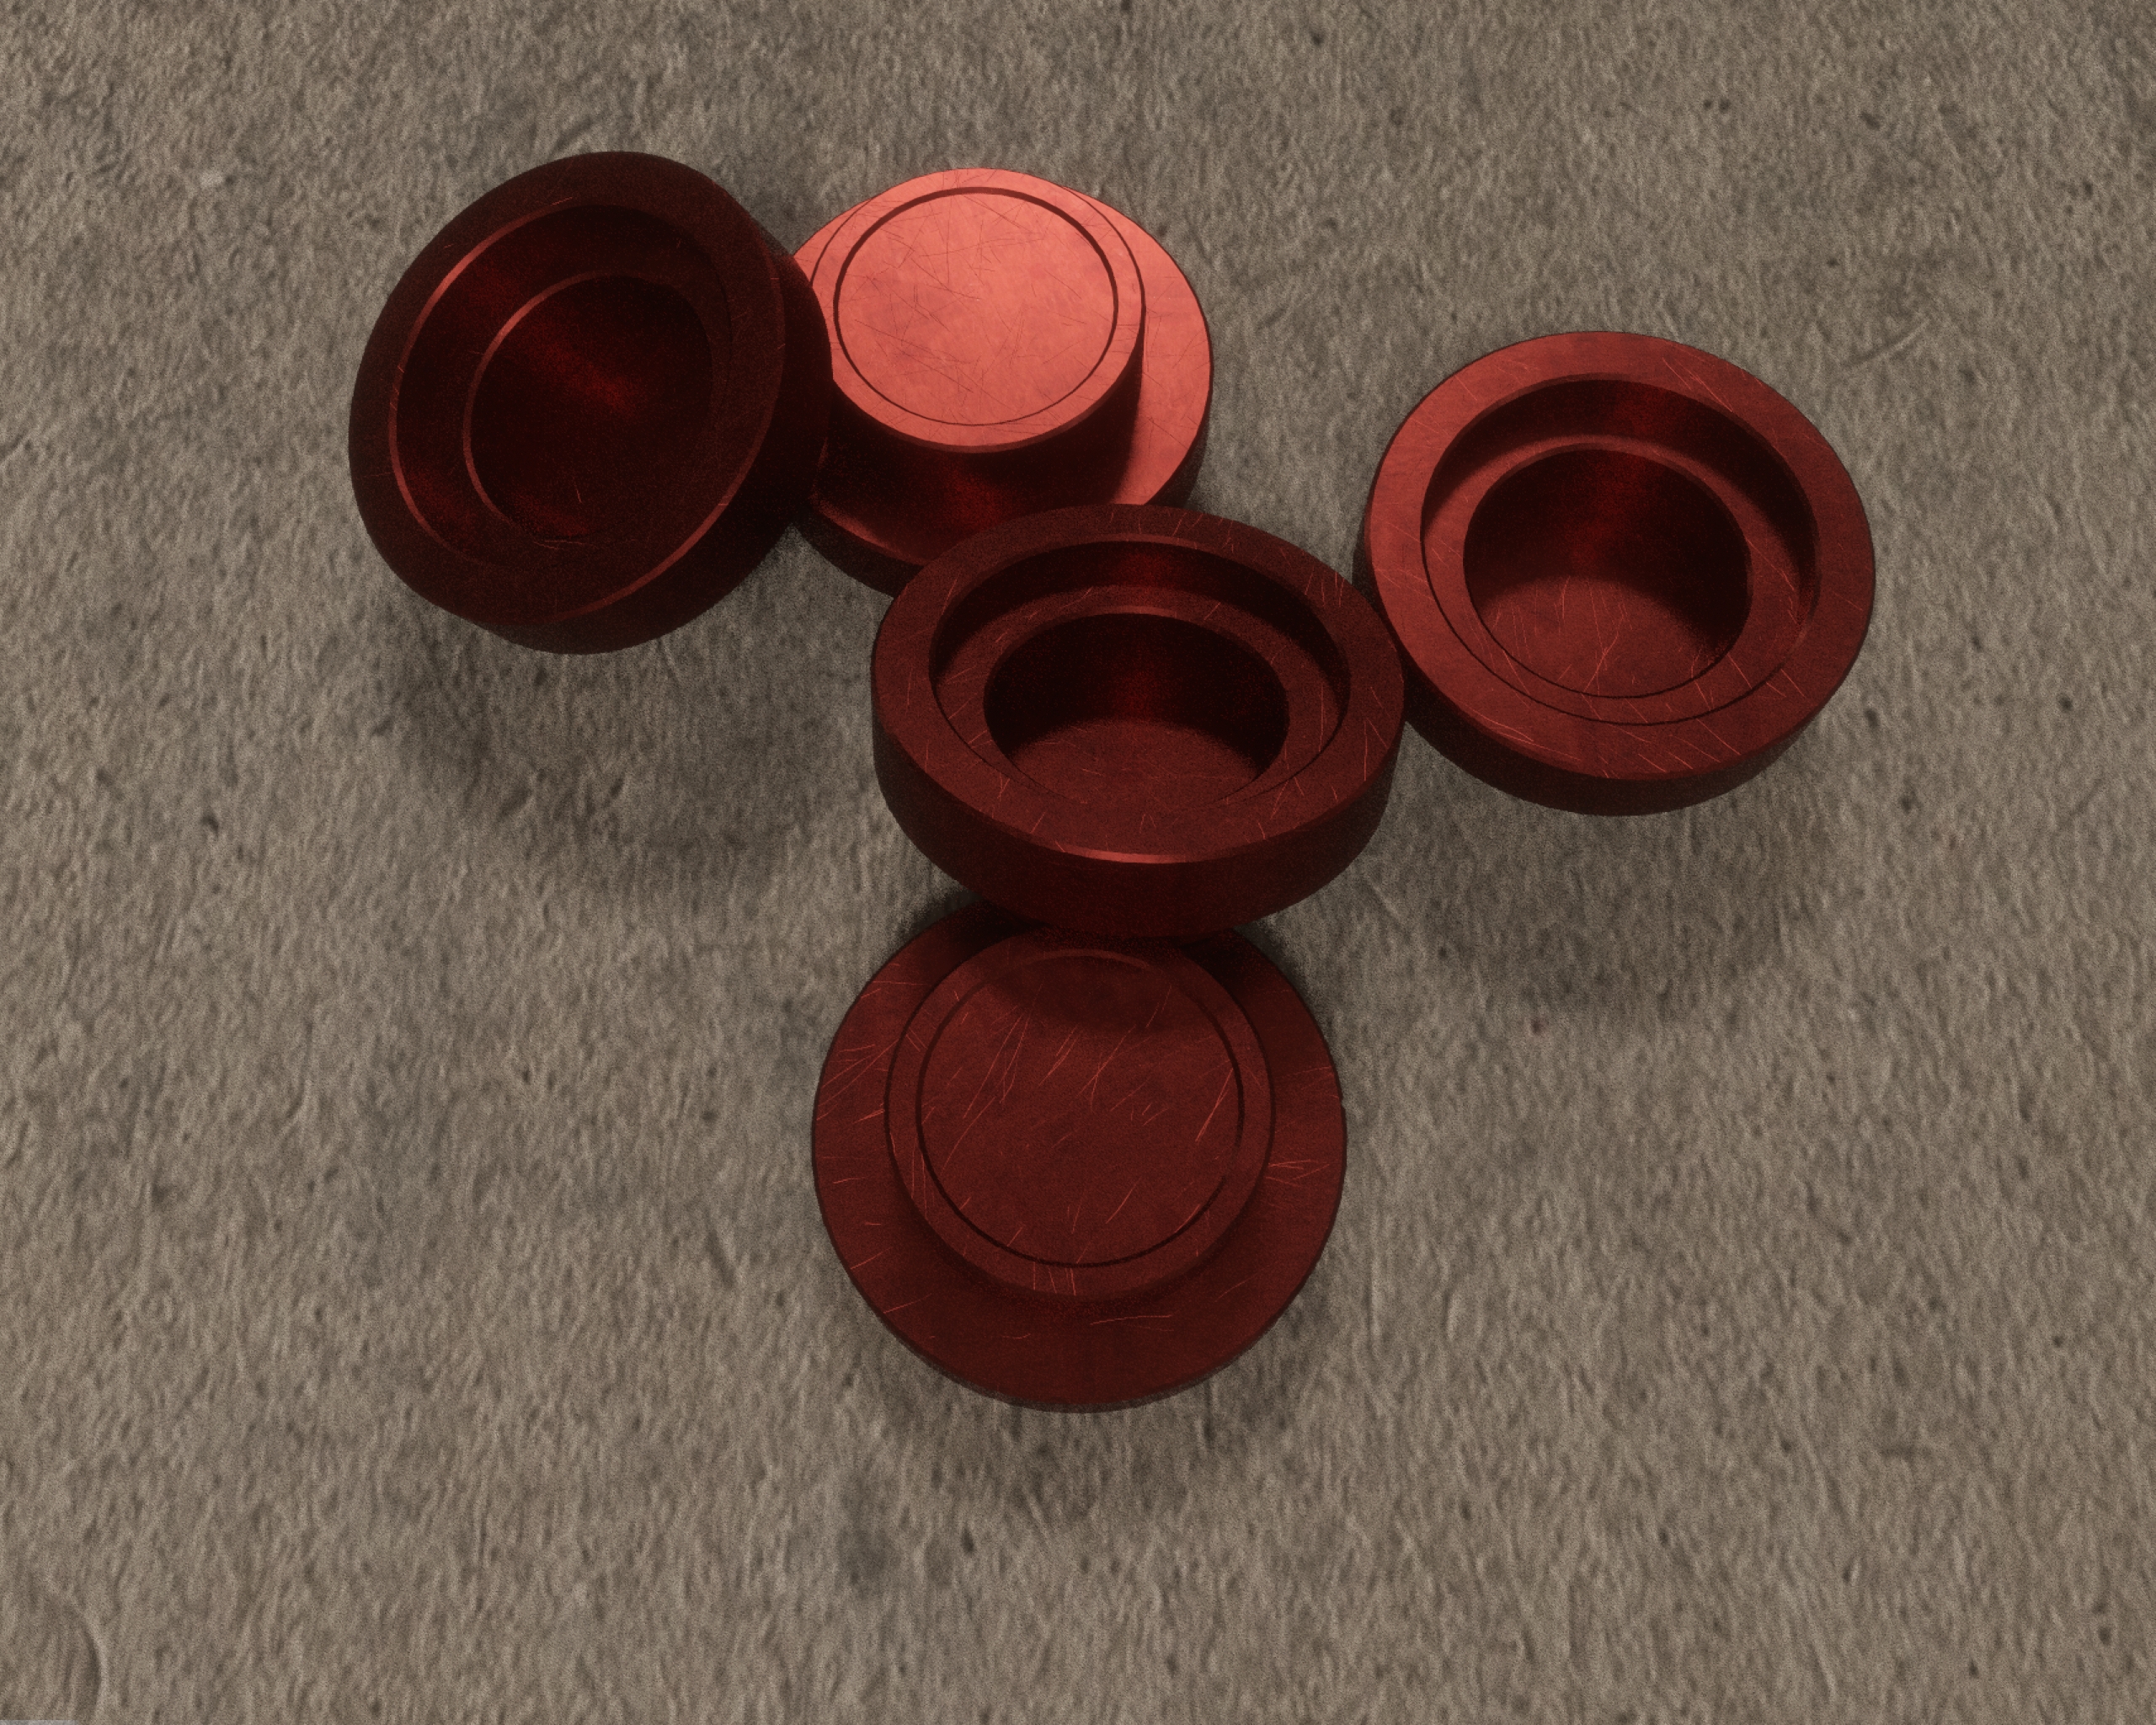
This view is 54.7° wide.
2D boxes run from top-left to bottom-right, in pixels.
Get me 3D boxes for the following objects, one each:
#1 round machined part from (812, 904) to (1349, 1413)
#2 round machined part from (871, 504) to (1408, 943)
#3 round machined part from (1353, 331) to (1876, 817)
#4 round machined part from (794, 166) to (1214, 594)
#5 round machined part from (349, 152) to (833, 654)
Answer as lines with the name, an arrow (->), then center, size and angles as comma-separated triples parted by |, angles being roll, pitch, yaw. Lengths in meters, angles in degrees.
round machined part -> 0.000, 0.049, 0.382 | 0.099, 0.042, 0.098 | 0, 70, -1
round machined part -> 0.011, -0.022, 0.397 | 0.099, 0.042, 0.098 | 2, 47, -2
round machined part -> 0.105, -0.054, 0.421 | 0.099, 0.042, 0.098 | 0, 70, -1
round machined part -> -0.020, -0.105, 0.438 | 0.099, 0.042, 0.098 | 0, 70, -1
round machined part -> -0.093, -0.088, 0.420 | 0.098, 0.042, 0.098 | -5, 76, 20
